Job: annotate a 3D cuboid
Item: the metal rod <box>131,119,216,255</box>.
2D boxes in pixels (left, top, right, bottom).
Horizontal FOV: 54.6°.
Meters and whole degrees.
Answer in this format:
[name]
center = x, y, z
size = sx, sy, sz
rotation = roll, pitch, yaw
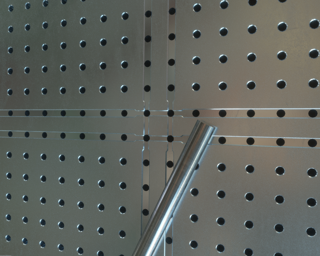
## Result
[metal rod]
center = -0.004, 0.128, 0.414
size = 0.025, 0.025, 0.299
rotation = 28, 99, 18
